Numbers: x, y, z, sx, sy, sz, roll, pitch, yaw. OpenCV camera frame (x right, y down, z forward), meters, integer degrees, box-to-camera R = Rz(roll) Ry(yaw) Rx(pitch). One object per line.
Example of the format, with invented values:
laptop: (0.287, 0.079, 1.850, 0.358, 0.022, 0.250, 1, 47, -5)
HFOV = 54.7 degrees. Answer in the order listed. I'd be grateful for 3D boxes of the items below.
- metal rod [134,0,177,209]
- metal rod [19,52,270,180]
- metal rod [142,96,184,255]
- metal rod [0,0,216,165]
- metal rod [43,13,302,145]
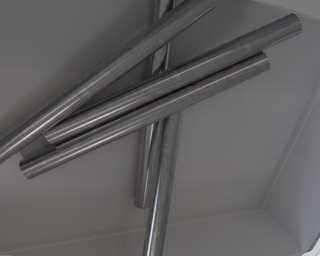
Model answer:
metal rod: (-0.010, -0.018, 0.392, 0.025, 0.025, 0.298, -7, 122, -25)
metal rod: (-0.016, -0.015, 0.356, 0.301, 0.025, 0.025, -25, 128, 0)
metal rod: (0.002, 0.082, 0.381, 0.025, 0.025, 0.298, 9, 89, -32)
metal rod: (-0.073, -0.044, 0.321, 0.300, 0.025, 0.025, -35, 130, 3)
metal rod: (0.013, -0.054, 0.345, 0.301, 0.025, 0.025, -24, 128, 0)
